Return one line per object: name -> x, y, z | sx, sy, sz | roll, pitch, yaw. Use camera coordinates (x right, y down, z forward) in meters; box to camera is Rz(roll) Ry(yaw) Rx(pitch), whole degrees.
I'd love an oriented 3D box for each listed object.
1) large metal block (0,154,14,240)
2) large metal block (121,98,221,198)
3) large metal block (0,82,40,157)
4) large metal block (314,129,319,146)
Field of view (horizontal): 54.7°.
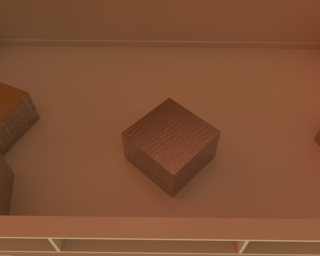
large metal block -> -0.193, 0.064, 0.314 | 0.050, 0.080, 0.080 | -9, 51, -7
large metal block -> 0.013, 0.021, 0.371 | 0.080, 0.050, 0.080 | 36, 59, 26
large metal block -> -0.221, -0.015, 0.399 | 0.080, 0.050, 0.080 | 19, 53, 15
large metal block -> 0.241, 0.012, 0.361 | 0.050, 0.080, 0.080 | -15, 52, -12
